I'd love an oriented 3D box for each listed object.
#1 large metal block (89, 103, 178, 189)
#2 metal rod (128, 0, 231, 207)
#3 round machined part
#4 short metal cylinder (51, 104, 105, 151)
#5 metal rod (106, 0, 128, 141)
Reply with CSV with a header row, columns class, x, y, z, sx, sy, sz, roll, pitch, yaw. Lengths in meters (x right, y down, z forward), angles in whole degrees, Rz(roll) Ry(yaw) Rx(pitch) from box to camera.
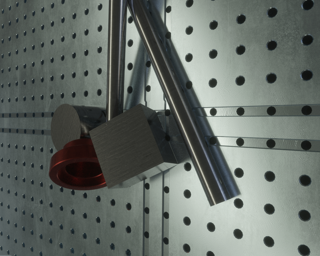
class,x,y,z,sx,sy,sz,roll,pitch,yaw
large metal block,-0.035,0.026,0.404,0.080,0.050,0.080,-27,72,16
metal rod,0.016,-0.049,0.394,0.025,0.025,0.299,-34,70,35
round machined part,-0.109,0.051,0.455,0.098,0.099,0.042,-37,45,33
short metal cylinder,-0.131,0.002,0.498,0.080,0.050,0.079,0,90,39
metal rod,-0.060,-0.122,0.433,0.025,0.025,0.298,14,106,39
